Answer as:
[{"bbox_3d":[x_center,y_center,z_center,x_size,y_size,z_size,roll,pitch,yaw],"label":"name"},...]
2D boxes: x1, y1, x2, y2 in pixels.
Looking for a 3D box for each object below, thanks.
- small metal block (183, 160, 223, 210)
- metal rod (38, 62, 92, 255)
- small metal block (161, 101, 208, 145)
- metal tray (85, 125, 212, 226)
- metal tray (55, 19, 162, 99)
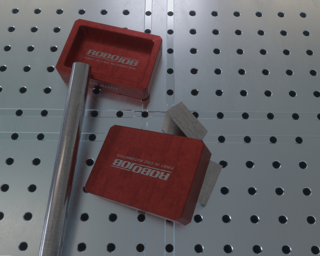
[{"bbox_3d":[0.050,0.068,0.374,0.025,0.050,0.050,24,72,8],"label":"small metal block"},{"bbox_3d":[-0.117,0.063,0.371,0.025,0.025,0.299,5,76,2],"label":"metal rod"},{"bbox_3d":[0.030,0.002,0.396,0.025,0.050,0.050,-34,74,-19],"label":"small metal block"},{"bbox_3d":[-0.015,0.050,0.363,0.130,0.030,0.090,9,68,29],"label":"metal tray"},{"bbox_3d":[-0.070,-0.100,0.444,0.131,0.030,0.090,14,70,5],"label":"metal tray"}]
